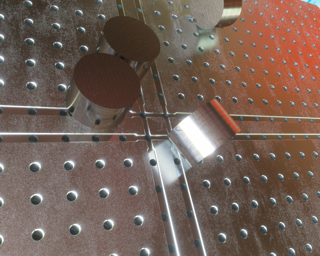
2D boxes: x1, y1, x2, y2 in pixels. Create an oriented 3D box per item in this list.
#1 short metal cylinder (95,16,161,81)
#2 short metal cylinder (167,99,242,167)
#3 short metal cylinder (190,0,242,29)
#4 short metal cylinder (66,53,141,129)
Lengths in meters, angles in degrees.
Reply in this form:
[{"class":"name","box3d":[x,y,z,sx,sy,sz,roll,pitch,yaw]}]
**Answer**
[{"class":"short metal cylinder","box3d":[-0.046,-0.108,0.433,0.081,0.050,0.080,14,56,-21]},{"class":"short metal cylinder","box3d":[0.057,0.007,0.399,0.081,0.080,0.050,-30,79,-38]},{"class":"short metal cylinder","box3d":[0.101,-0.223,0.563,0.050,0.080,0.080,-20,73,-36]},{"class":"short metal cylinder","box3d":[-0.070,-0.045,0.381,0.081,0.050,0.080,13,56,-21]}]
